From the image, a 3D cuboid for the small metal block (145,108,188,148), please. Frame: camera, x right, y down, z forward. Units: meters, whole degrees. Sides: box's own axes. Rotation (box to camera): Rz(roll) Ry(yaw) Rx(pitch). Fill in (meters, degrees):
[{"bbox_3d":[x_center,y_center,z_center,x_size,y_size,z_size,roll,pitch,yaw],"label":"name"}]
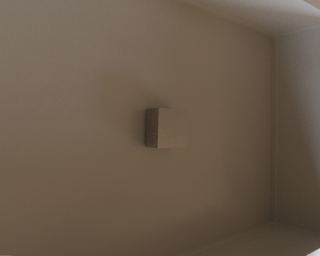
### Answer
[{"bbox_3d":[0.009,0.000,0.408,0.050,0.025,0.050,2,89,-40],"label":"small metal block"}]
